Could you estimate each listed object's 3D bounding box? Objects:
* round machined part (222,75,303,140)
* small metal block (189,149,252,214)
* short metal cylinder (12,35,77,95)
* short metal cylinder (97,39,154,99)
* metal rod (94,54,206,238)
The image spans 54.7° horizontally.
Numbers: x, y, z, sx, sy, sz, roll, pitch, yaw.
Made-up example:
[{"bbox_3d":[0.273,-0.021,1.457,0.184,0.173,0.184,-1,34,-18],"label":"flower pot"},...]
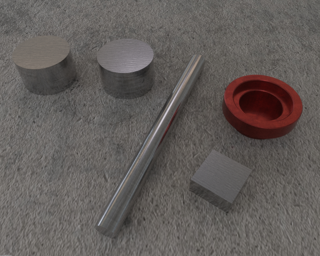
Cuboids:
[{"bbox_3d":[0.132,-0.023,0.413,0.099,0.042,0.098,0,50,0],"label":"round machined part"},{"bbox_3d":[0.069,0.060,0.353,0.050,0.025,0.050,29,56,22],"label":"small metal block"},{"bbox_3d":[-0.171,-0.095,0.465,0.081,0.050,0.080,0,50,0],"label":"short metal cylinder"},{"bbox_3d":[-0.049,-0.089,0.461,0.081,0.050,0.080,0,50,0],"label":"short metal cylinder"},{"bbox_3d":[0.003,-0.001,0.403,0.025,0.025,0.301,18,52,14],"label":"metal rod"}]
